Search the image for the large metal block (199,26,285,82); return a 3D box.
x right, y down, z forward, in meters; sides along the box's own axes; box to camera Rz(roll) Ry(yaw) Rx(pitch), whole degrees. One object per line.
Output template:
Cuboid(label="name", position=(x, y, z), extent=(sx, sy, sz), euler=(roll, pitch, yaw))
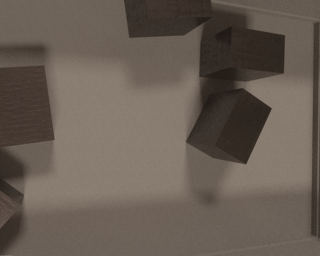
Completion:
Cuboid(label="large metal block", position=(0.109, -0.097, 0.423), extent=(0.081, 0.080, 0.050), euler=(2, 90, -20))

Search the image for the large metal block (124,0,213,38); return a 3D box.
Cuboid(label="large metal block", position=(0.007, -0.149, 0.385), extent=(0.081, 0.080, 0.050), euler=(-9, 93, -20))

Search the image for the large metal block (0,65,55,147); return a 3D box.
Cuboid(label="large metal block", position=(-0.163, -0.022, 0.337), extent=(0.081, 0.050, 0.079), euler=(-8, 93, -20))

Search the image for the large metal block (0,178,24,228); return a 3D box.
Cuboid(label="large metal block", position=(-0.205, 0.083, 0.322), extent=(0.080, 0.050, 0.080), euler=(43, 76, -15))

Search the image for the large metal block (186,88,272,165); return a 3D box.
Cuboid(label="large metal block", position=(0.089, -0.002, 0.416), extent=(0.050, 0.080, 0.080), euler=(31, 80, -18))
